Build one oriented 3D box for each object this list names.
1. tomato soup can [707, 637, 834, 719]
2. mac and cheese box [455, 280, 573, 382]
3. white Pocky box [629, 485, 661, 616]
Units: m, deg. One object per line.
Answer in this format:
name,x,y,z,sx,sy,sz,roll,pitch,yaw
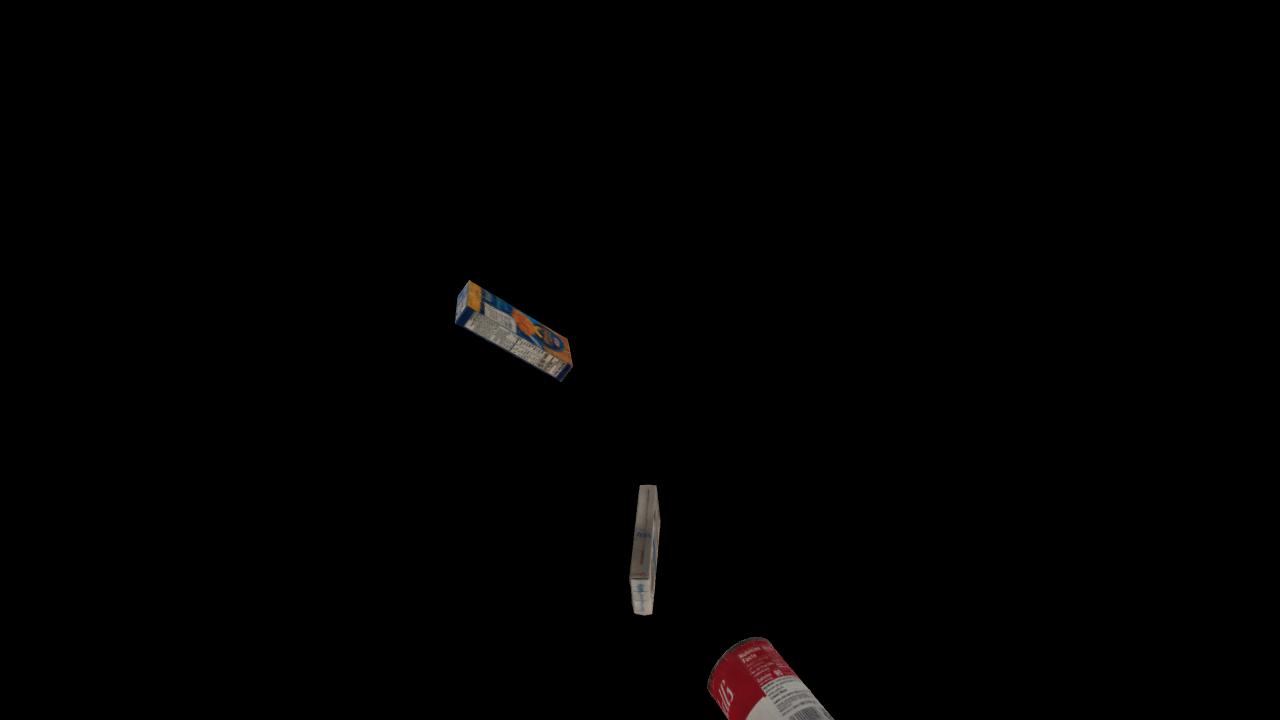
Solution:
tomato soup can,0.108,0.280,0.482,0.068,0.068,0.101,0,20,-28
mac and cheese box,-0.190,-0.043,0.935,0.184,0.041,0.093,31,18,-27
white Pocky box,0.008,0.255,0.841,0.028,0.084,0.154,0,37,7
